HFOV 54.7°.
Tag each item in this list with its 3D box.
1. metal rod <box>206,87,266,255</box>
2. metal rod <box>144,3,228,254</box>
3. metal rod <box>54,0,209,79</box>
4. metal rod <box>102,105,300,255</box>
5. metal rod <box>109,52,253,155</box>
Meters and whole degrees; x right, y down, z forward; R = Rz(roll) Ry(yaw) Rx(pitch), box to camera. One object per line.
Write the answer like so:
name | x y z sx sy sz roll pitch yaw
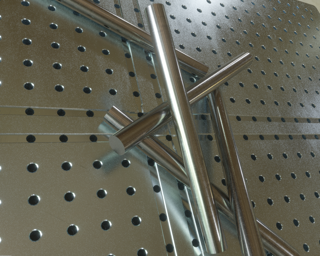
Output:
metal rod | 0.093 0.046 0.407 0.025 0.025 0.300 13 49 -22
metal rod | 0.030 -0.003 0.371 0.025 0.025 0.298 -12 86 -33
metal rod | -0.060 -0.154 0.471 0.301 0.025 0.025 26 53 -13
metal rod | 0.053 0.074 0.393 0.300 0.025 0.025 39 51 -3
metal rod | 0.049 -0.049 0.432 0.025 0.025 0.302 50 51 6
